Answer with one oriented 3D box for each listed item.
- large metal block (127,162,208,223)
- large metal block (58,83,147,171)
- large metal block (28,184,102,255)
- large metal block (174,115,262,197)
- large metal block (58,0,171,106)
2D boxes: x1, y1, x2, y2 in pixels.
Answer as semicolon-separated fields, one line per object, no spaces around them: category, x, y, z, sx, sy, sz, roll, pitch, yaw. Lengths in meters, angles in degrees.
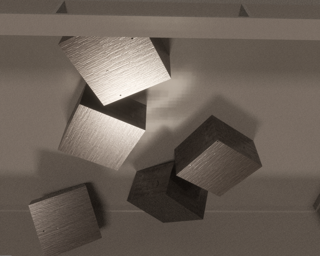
large metal block;0.012;0.099;0.461;0.080;0.050;0.080;-21;130;42
large metal block;-0.072;-0.001;0.391;0.080;0.050;0.080;23;126;-19
large metal block;-0.140;0.136;0.463;0.081;0.050;0.080;-17;90;-19
large metal block;0.078;0.041;0.429;0.080;0.050;0.080;29;124;-23
large metal block;-0.042;-0.081;0.323;0.080;0.050;0.080;-20;128;16
